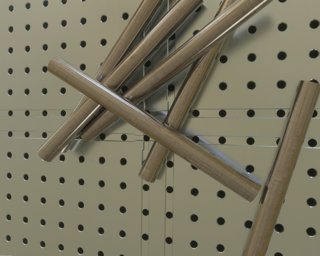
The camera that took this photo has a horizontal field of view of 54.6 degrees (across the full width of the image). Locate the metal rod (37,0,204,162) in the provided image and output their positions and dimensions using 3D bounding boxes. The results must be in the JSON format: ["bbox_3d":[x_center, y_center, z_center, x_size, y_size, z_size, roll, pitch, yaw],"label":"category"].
[{"bbox_3d":[-0.058,-0.065,0.418,0.300,0.025,0.025,-45,76,8],"label":"metal rod"}]

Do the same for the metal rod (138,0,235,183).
[{"bbox_3d":[0.046,-0.065,0.396,0.025,0.025,0.299,29,99,18],"label":"metal rod"}]

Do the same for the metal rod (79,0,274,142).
[{"bbox_3d":[0.004,-0.069,0.392,0.299,0.025,0.025,-35,79,24],"label":"metal rod"}]

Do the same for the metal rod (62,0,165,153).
[{"bbox_3d":[-0.066,-0.090,0.436,0.025,0.025,0.299,39,102,16],"label":"metal rod"}]

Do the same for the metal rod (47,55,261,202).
[{"bbox_3d":[-0.013,-0.003,0.386,0.300,0.025,0.025,33,101,7],"label":"metal rod"}]

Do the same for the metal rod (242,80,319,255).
[{"bbox_3d":[0.130,0.092,0.366,0.025,0.025,0.298,18,96,19],"label":"metal rod"}]
